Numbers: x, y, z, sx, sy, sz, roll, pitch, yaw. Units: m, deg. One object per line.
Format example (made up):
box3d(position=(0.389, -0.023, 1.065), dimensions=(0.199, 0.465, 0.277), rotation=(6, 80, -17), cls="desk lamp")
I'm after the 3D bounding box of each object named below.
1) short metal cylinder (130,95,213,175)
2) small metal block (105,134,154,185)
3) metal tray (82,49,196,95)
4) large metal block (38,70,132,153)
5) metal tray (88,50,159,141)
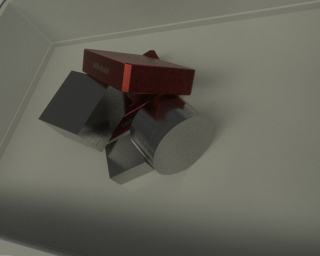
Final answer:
box3d(position=(0.013, 0.007, 0.357), dimensions=(0.080, 0.080, 0.050), rotation=(-43, 51, -2), cls="short metal cylinder")
box3d(position=(-0.040, 0.038, 0.400), dimensions=(0.050, 0.025, 0.050), rotation=(-26, 53, 12), cls="small metal block")
box3d(position=(-0.031, -0.071, 0.383), dimensions=(0.130, 0.091, 0.030), rotation=(31, 117, 52), cls="metal tray")
box3d(position=(-0.098, -0.024, 0.411), dimensions=(0.080, 0.050, 0.080), rotation=(18, 71, 34), cls="large metal block")
box3d(position=(-0.046, -0.047, 0.451), dimensions=(0.130, 0.030, 0.090), rotation=(-30, 52, 8), cls="metal tray")
